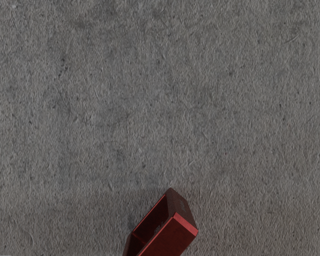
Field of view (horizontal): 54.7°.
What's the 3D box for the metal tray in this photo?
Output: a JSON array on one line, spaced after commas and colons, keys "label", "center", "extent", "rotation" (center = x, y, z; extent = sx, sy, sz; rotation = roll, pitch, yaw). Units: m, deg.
[{"label": "metal tray", "center": [-0.003, 0.124, 0.358], "extent": [0.030, 0.130, 0.090], "rotation": [41, 90, 0]}]
